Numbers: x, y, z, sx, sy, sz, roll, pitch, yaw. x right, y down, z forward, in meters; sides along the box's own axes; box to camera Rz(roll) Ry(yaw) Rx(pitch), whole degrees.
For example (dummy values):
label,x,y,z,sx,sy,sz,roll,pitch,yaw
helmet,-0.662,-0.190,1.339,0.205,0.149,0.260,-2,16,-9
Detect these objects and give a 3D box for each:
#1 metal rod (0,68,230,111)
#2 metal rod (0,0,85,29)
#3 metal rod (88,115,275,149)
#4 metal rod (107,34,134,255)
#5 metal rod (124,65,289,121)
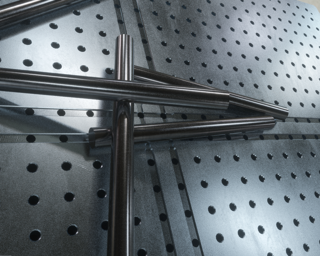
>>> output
label,x,y,z,sx,sy,sz,roll,pitch,yaw
metal rod,-0.072,-0.044,0.343,0.302,0.025,0.025,5,58,-7
metal rod,-0.152,-0.179,0.436,0.025,0.025,0.302,46,51,3
metal rod,0.051,0.001,0.436,0.303,0.025,0.025,-5,64,-31
metal rod,-0.042,0.011,0.347,0.025,0.025,0.299,11,57,-23
metal rod,0.079,-0.052,0.484,0.302,0.025,0.025,11,57,-22
